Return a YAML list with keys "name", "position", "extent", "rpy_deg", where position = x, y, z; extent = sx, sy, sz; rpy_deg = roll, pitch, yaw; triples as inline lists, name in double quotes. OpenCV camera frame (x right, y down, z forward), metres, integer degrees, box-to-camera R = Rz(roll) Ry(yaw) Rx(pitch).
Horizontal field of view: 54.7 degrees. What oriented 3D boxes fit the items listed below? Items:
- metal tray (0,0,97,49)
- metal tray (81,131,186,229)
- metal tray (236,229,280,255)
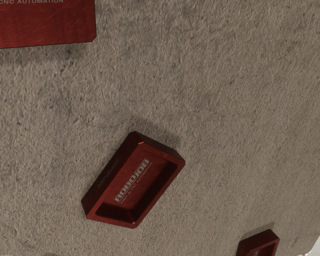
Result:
- name: "metal tray"
  position: [-0.125, -0.117, 0.264]
  extent: [0.131, 0.030, 0.089]
  rpy_deg: [-12, 124, -23]
- name: "metal tray"
  position: [-0.036, 0.076, 0.432]
  extent: [0.090, 0.030, 0.130]
  rpy_deg: [28, 103, -38]
- name: "metal tray"
  position: [0.218, 0.299, 0.711]
  extent: [0.091, 0.030, 0.129]
  rpy_deg: [-13, 124, -22]
